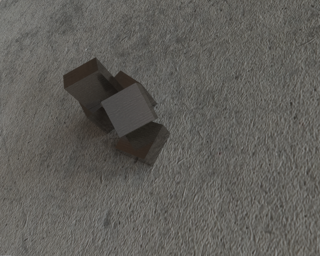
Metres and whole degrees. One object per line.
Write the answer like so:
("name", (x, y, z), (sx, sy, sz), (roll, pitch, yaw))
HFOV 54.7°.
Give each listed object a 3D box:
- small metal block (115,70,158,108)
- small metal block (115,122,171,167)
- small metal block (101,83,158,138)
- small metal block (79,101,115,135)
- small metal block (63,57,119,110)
("small metal block", (-0.037, -0.048, 0.437), (0.025, 0.050, 0.050), (-49, 52, -6))
("small metal block", (-0.022, 0.017, 0.405), (0.050, 0.025, 0.050), (17, 71, 34))
("small metal block", (-0.037, -0.022, 0.389), (0.050, 0.025, 0.050), (-28, 90, 10))
("small metal block", (-0.089, -0.025, 0.450), (0.025, 0.050, 0.050), (-38, 51, 2))
("small metal block", (-0.089, -0.057, 0.405), (0.050, 0.050, 0.025), (-26, 53, 12))
